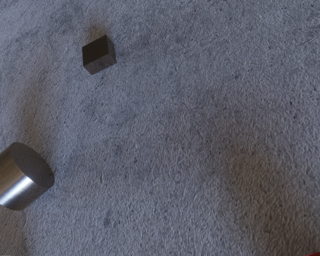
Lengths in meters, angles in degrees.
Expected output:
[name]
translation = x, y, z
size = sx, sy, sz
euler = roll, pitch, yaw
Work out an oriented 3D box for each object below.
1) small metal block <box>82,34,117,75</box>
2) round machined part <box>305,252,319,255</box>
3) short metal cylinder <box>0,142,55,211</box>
[small metal block]
translation = -0.105, -0.126, 0.534
size = 0.050, 0.025, 0.050
euler = -23, 53, 14
[round machined part]
translation = 0.136, 0.147, 0.231
size = 0.098, 0.042, 0.098
euler = -13, 56, 20
[short metal cylinder]
translation = -0.194, 0.066, 0.428
size = 0.050, 0.080, 0.080
euler = -39, 51, 2
